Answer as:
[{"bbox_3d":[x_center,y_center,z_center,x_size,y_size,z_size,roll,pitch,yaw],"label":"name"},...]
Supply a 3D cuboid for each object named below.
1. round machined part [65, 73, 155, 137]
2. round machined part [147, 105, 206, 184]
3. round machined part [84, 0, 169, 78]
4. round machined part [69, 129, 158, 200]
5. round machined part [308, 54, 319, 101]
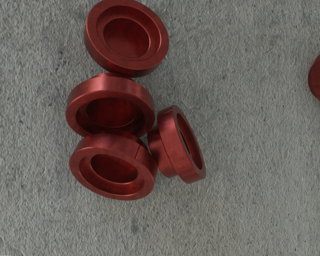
[{"bbox_3d":[-0.056,-0.026,0.360,0.099,0.097,0.042,11,52,-20],"label":"round machined part"},{"bbox_3d":[0.018,0.024,0.386,0.042,0.098,0.098,-23,100,15],"label":"round machined part"},{"bbox_3d":[-0.042,-0.103,0.373,0.099,0.042,0.098,8,67,-20],"label":"round machined part"},{"bbox_3d":[-0.050,0.040,0.362,0.098,0.098,0.042,33,44,-17],"label":"round machined part"},{"bbox_3d":[0.283,-0.080,0.504,0.099,0.042,0.097,0,90,-20],"label":"round machined part"}]
